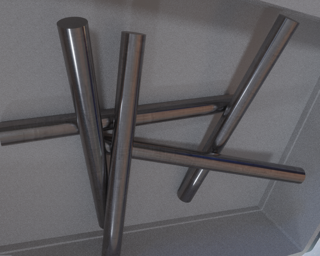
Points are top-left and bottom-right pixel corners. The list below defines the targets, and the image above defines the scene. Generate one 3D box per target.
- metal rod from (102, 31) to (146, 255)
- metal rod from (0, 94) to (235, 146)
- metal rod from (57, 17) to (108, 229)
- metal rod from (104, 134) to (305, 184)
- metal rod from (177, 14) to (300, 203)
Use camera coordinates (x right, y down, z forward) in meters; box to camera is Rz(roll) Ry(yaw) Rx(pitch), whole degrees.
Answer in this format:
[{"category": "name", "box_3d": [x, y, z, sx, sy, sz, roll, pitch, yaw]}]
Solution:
[{"category": "metal rod", "box_3d": [-0.047, 0.041, 0.368, 0.025, 0.025, 0.298, -3, 114, -27]}, {"category": "metal rod", "box_3d": [-0.030, -0.015, 0.383, 0.303, 0.025, 0.025, -9, 122, -24]}, {"category": "metal rod", "box_3d": [-0.075, 0.025, 0.353, 0.025, 0.025, 0.298, -16, 134, -19]}, {"category": "metal rod", "box_3d": [0.069, 0.046, 0.425, 0.302, 0.025, 0.025, 11, 114, -17]}, {"category": "metal rod", "box_3d": [0.093, -0.006, 0.424, 0.025, 0.025, 0.298, 4, 126, -31]}]
